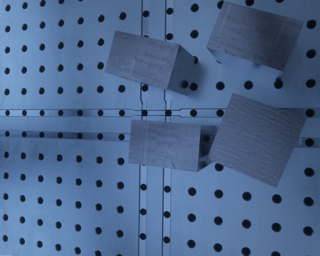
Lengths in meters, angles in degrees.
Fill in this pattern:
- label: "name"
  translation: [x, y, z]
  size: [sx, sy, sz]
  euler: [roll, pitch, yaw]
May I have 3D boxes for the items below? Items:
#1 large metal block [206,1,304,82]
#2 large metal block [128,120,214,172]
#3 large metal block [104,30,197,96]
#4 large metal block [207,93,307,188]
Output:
- label: "large metal block"
  translation: [0.106, -0.093, 0.346]
  size: [0.080, 0.080, 0.050]
  euler: [23, 98, 18]
- label: "large metal block"
  translation: [0.017, 0.018, 0.377]
  size: [0.080, 0.080, 0.050]
  euler: [5, 92, 19]
- label: "large metal block"
  translation: [-0.008, -0.078, 0.386]
  size: [0.080, 0.080, 0.050]
  euler: [18, 96, 19]
- label: "large metal block"
  translation: [0.111, 0.012, 0.360]
  size: [0.080, 0.050, 0.080]
  euler: [23, 97, 18]
